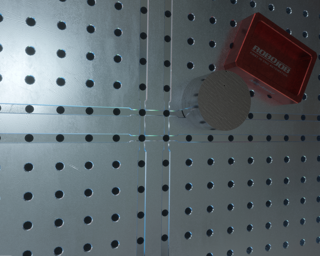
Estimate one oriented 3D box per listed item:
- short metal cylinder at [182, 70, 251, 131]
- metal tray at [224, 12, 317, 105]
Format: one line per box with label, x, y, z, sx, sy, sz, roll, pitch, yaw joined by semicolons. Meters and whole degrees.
short metal cylinder;0.077;-0.036;0.429;0.081;0.050;0.079;0;90;-21
metal tray;0.172;-0.103;0.475;0.131;0.030;0.090;26;81;-19
